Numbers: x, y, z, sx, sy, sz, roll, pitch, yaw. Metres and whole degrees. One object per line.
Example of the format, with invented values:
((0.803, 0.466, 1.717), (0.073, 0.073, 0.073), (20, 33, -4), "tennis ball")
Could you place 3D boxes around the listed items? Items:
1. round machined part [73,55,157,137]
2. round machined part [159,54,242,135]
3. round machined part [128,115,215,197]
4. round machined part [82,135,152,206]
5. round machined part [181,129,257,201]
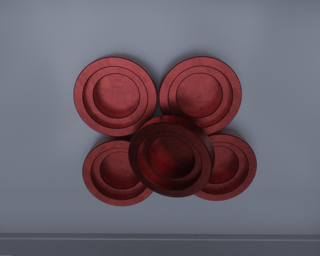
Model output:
((-0.053, -0.042, 0.384), (0.099, 0.042, 0.097), (0, 110, -1), "round machined part")
((0.048, -0.043, 0.385), (0.099, 0.042, 0.097), (0, 110, -1), "round machined part")
((0.016, 0.030, 0.366), (0.098, 0.042, 0.097), (8, 116, 16), "round machined part")
((-0.051, 0.053, 0.419), (0.099, 0.042, 0.097), (0, 110, -1), "round machined part")
((0.076, 0.046, 0.418), (0.099, 0.042, 0.097), (0, 110, -1), "round machined part")
